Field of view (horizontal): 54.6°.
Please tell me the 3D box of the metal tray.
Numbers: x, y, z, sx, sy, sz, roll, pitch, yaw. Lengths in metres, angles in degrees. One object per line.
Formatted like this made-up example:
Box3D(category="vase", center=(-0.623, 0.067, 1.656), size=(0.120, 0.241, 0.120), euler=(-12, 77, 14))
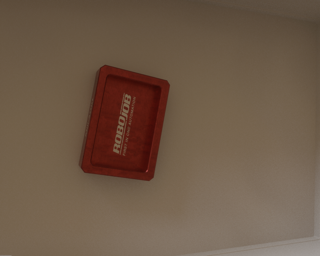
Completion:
Box3D(category="metal tray", center=(-0.044, -0.004, 0.391), size=(0.091, 0.030, 0.129), euler=(11, 86, -20))
